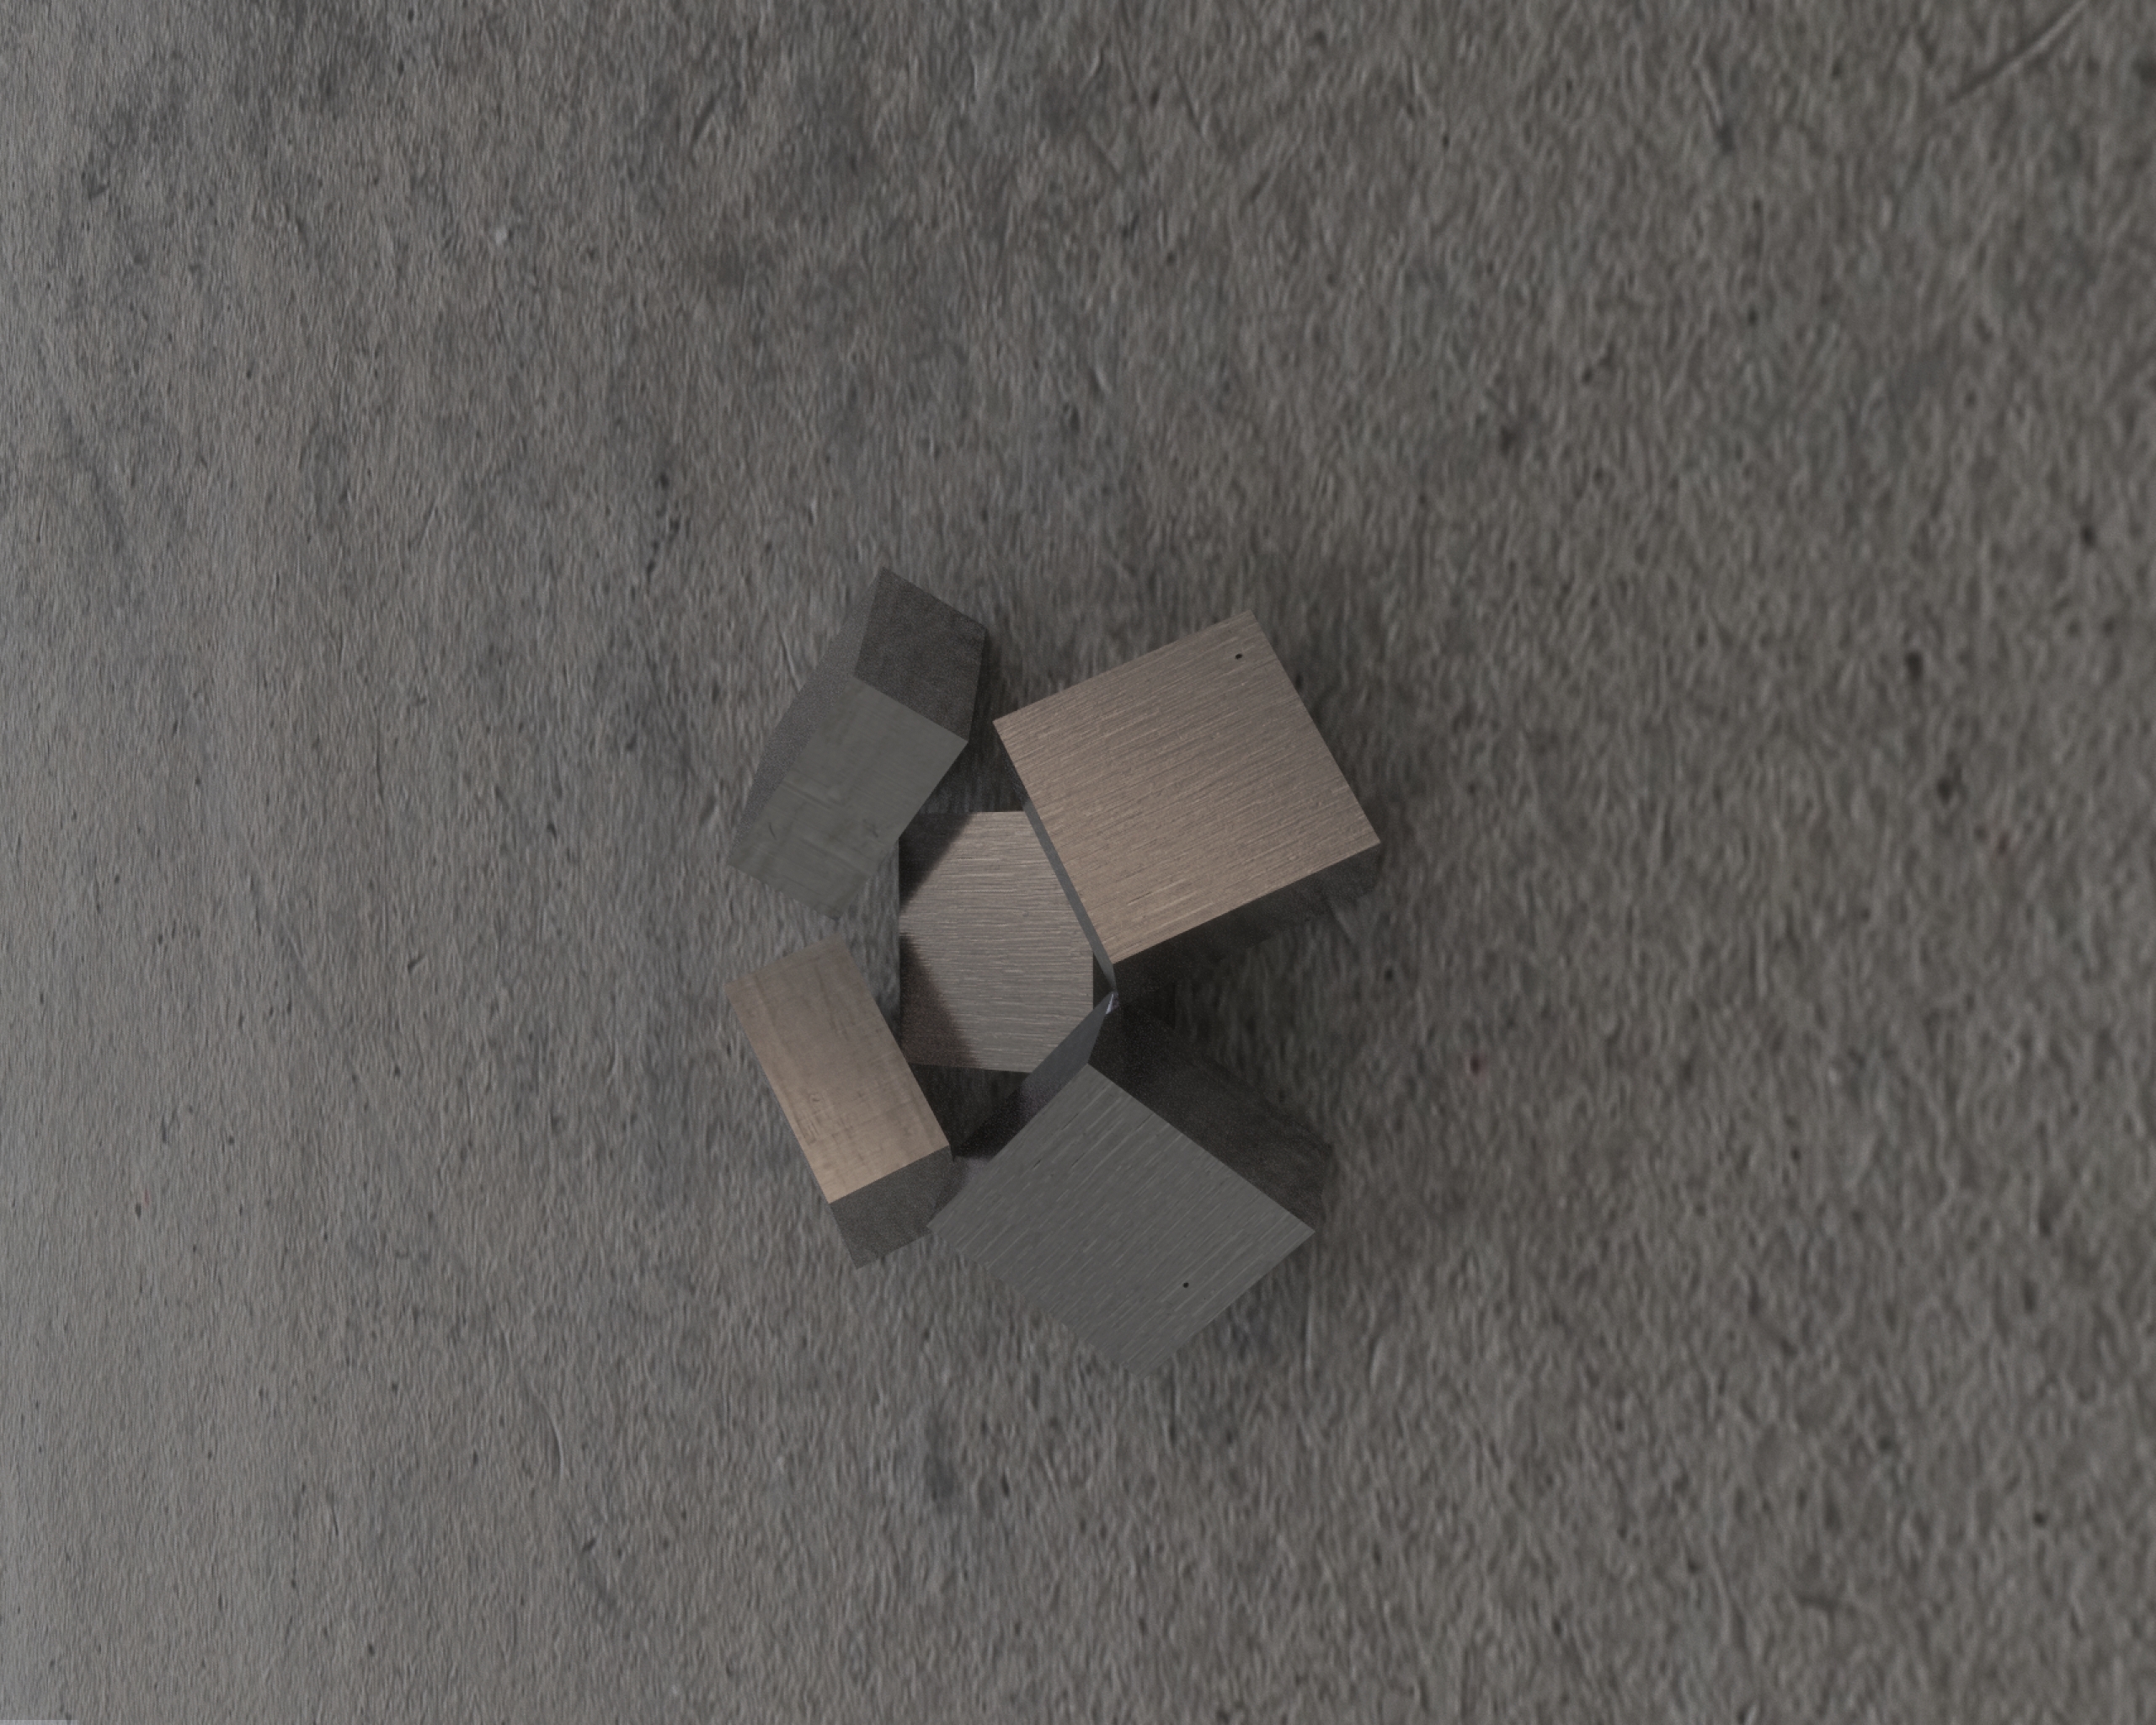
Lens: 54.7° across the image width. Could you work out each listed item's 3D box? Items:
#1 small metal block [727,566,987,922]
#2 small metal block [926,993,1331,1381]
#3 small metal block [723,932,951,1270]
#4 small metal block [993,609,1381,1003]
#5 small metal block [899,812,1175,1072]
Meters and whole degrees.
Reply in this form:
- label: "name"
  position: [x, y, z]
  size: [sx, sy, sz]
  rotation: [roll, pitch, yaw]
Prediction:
- label: "small metal block"
  position: [-0.044, -0.025, 0.424]
  size: [0.050, 0.025, 0.050]
  rotation: [-52, 18, 27]
- label: "small metal block"
  position: [0.009, 0.059, 0.381]
  size: [0.050, 0.025, 0.050]
  rotation: [37, 120, -8]
- label: "small metal block"
  position: [-0.047, 0.050, 0.426]
  size: [0.050, 0.025, 0.050]
  rotation: [60, 168, 22]
- label: "small metal block"
  position: [0.019, -0.010, 0.372]
  size: [0.050, 0.025, 0.050]
  rotation: [-24, 70, -5]
- label: "small metal block"
  position: [-0.008, 0.015, 0.412]
  size: [0.050, 0.025, 0.050]
  rotation: [0, 90, 40]
